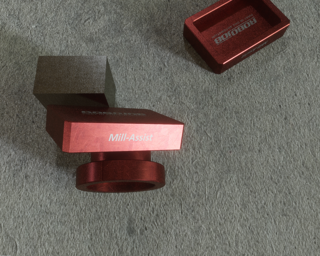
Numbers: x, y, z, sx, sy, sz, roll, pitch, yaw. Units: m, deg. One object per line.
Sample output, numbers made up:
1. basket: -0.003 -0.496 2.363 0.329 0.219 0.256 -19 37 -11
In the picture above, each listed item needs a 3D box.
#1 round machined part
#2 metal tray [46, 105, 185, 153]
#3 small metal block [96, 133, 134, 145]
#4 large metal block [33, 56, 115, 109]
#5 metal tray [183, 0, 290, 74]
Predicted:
1. round machined part: -0.044 0.046 0.352 0.099 0.098 0.042 -2 71 -1
2. metal tray: -0.051 -0.001 0.345 0.131 0.090 0.030 1 103 -31
3. small metal block: -0.054 0.018 0.386 0.050 0.050 0.025 -5 80 -2
4. large metal block: -0.103 -0.049 0.396 0.081 0.080 0.050 0 70 0
5. metal tray: 0.112 -0.149 0.460 0.131 0.030 0.090 -32 73 -11
